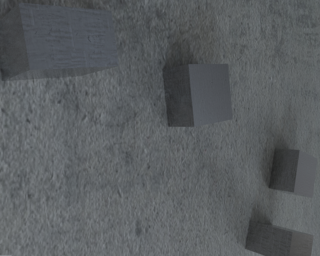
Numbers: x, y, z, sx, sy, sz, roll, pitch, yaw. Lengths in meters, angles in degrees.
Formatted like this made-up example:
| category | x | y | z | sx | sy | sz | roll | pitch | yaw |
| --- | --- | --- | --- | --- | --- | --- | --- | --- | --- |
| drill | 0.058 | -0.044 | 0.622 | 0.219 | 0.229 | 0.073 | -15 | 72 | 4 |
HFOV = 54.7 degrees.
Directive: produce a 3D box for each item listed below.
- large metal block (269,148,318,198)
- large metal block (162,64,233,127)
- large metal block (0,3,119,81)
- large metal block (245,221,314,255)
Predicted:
| category | x | y | z | sx | sy | sz | roll | pitch | yaw |
| --- | --- | --- | --- | --- | --- | --- | --- | --- | --- |
| large metal block | 0.266 | 0.090 | 0.616 | 0.080 | 0.050 | 0.080 | 20 | 77 | -39 |
| large metal block | 0.054 | -0.046 | 0.436 | 0.081 | 0.050 | 0.079 | -10 | 97 | -40 |
| large metal block | -0.097 | -0.076 | 0.288 | 0.081 | 0.080 | 0.050 | -12 | 98 | -40 |
| large metal block | 0.213 | 0.203 | 0.551 | 0.080 | 0.080 | 0.050 | 21 | 77 | -38 |
